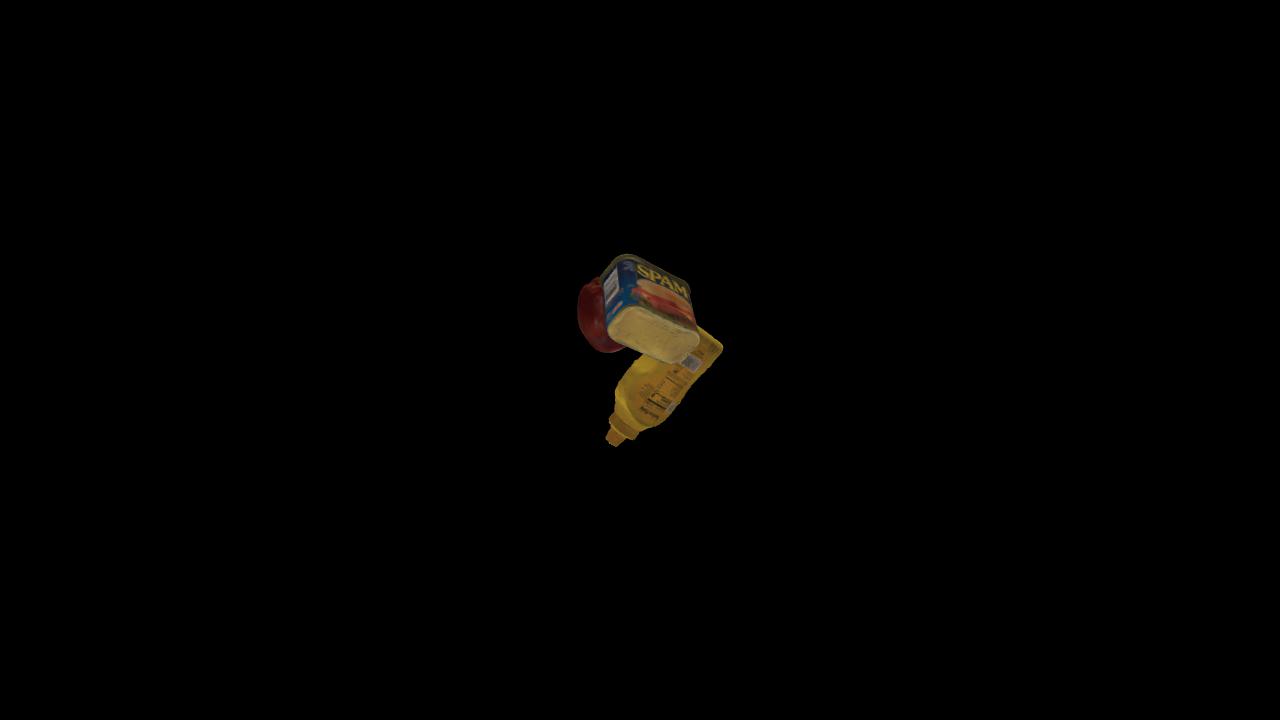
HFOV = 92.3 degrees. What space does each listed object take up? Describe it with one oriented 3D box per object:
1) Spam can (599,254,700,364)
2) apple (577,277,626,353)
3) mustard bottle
[{"bbox_3d":[0.010,-0.052,0.650,0.101,0.085,0.058,23,-52,-27],"label":"Spam can"},{"bbox_3d":[-0.040,-0.053,0.756,0.079,0.093,0.079,-7,30,4],"label":"apple"},{"bbox_3d":[0.019,0.033,0.760,0.092,0.184,0.054,31,9,-48],"label":"mustard bottle"}]
